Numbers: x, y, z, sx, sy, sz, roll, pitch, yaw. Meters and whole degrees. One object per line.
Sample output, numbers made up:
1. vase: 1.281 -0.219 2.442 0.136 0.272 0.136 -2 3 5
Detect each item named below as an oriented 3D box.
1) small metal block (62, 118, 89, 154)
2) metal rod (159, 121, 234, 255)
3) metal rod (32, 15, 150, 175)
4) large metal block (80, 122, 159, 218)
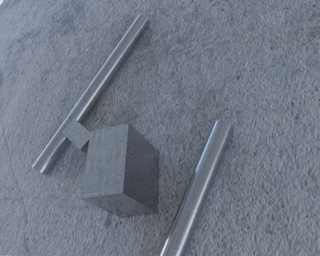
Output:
1. small metal block: -0.099 0.019 0.428 0.050 0.050 0.025 34 81 38
2. metal rod: 0.014 0.126 0.318 0.025 0.025 0.300 13 68 33
3. metal rod: -0.103 -0.061 0.494 0.025 0.025 0.300 21 72 35
4. large metal block: -0.041 0.052 0.358 0.050 0.080 0.080 -12 57 21
